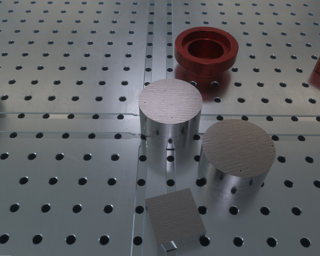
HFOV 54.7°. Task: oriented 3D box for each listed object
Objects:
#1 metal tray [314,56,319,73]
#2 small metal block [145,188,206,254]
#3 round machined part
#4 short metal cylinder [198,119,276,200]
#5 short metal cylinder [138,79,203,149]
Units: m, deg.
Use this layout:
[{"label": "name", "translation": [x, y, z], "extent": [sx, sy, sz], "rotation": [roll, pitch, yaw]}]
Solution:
[{"label": "metal tray", "translation": [0.325, -0.090, 0.481], "extent": [0.091, 0.030, 0.130], "rotation": [-34, 58, -25]}, {"label": "small metal block", "translation": [0.015, 0.097, 0.326], "extent": [0.050, 0.025, 0.050], "rotation": [-12, 51, -10]}, {"label": "round machined part", "translation": [0.072, -0.117, 0.495], "extent": [0.099, 0.042, 0.098], "rotation": [0, 50, 0]}, {"label": "short metal cylinder", "translation": [0.087, 0.036, 0.362], "extent": [0.081, 0.050, 0.080], "rotation": [0, 50, 0]}, {"label": "short metal cylinder", "translation": [0.013, -0.020, 0.408], "extent": [0.080, 0.050, 0.080], "rotation": [0, 50, 0]}]
